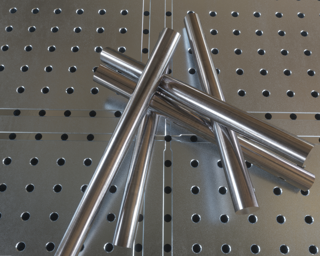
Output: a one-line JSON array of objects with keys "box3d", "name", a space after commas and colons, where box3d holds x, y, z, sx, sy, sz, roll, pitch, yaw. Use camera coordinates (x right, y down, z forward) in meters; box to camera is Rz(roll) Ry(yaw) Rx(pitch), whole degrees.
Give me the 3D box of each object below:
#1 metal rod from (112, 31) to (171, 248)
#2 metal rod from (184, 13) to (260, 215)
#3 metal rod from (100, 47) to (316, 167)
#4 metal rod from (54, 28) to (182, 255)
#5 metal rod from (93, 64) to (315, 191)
[{"box3d": [-0.016, 0.000, 0.411, 0.025, 0.025, 0.299, 10, 70, 3], "name": "metal rod"}, {"box3d": [0.069, -0.041, 0.394, 0.025, 0.025, 0.299, -7, 58, -3], "name": "metal rod"}, {"box3d": [0.033, -0.040, 0.374, 0.300, 0.025, 0.025, 31, 72, 31], "name": "metal rod"}, {"box3d": [-0.049, 0.020, 0.366, 0.025, 0.025, 0.299, 25, 86, 8], "name": "metal rod"}, {"box3d": [0.054, -0.001, 0.394, 0.301, 0.025, 0.025, 28, 72, 2], "name": "metal rod"}]
